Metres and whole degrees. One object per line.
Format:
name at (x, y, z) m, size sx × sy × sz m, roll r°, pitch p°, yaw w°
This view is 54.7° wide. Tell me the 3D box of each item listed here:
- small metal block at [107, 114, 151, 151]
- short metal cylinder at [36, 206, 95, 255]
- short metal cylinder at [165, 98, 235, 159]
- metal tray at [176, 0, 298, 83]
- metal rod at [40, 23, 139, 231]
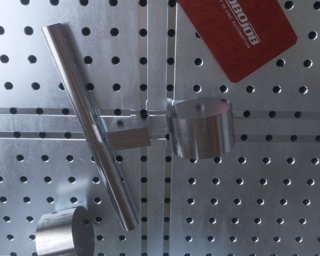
small metal block at (-0.038, 0.005, 0.402) m, size 0.050 × 0.050 × 0.025 m, roll -8°, pitch 110°, yaw 3°
short metal cylinder at (-0.132, 0.156, 0.440) m, size 0.050 × 0.080 × 0.080 m, roll -14°, pitch 110°, yaw 5°
short metal cylinder at (0.050, -0.002, 0.384) m, size 0.080 × 0.080 × 0.050 m, roll -8°, pitch 110°, yaw 3°
metal tray at (0.088, -0.130, 0.363) m, size 0.090 × 0.030 × 0.130 m, roll -34°, pitch 107°, yaw 11°
metal rod at (-0.087, 0.013, 0.417) m, size 0.025 × 0.025 × 0.298 m, roll -16°, pitch 110°, yaw 5°
